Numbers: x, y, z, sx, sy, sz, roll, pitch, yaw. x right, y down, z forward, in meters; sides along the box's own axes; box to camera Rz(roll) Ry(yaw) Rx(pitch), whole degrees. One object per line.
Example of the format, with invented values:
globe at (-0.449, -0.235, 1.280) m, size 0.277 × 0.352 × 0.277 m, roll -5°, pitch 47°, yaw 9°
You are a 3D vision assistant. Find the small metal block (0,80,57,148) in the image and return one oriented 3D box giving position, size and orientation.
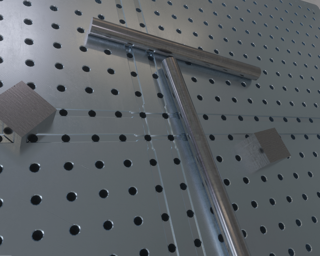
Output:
small metal block at (-0.151, -0.016, 0.336) m, size 0.050 × 0.025 × 0.050 m, roll 40°, pitch 51°, yaw -1°

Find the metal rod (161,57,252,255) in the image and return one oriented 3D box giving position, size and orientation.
metal rod at (0.056, 0.030, 0.419) m, size 0.025 × 0.025 × 0.299 m, roll -4°, pitch 64°, yaw -30°

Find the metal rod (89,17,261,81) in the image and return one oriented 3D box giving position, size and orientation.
metal rod at (0.038, -0.122, 0.502) m, size 0.302 × 0.025 × 0.025 m, roll 10°, pitch 58°, yaw -23°

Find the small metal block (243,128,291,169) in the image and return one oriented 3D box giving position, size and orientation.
small metal block at (0.166, 0.031, 0.478) m, size 0.050 × 0.025 × 0.050 m, roll -11°, pitch 68°, yaw -33°
